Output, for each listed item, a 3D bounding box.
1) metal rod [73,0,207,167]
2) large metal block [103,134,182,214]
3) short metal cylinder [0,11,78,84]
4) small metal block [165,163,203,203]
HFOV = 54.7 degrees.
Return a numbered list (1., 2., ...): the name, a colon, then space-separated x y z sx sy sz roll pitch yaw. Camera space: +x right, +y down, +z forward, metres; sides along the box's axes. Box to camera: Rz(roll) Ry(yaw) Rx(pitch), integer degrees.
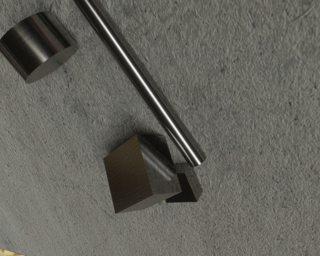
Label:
1. metal rod: -0.035 -0.076 0.377 0.025 0.025 0.299 -27 104 37
2. large metal block: -0.026 0.063 0.419 0.080 0.050 0.080 -35 62 38
3. short metal cylinder: -0.151 -0.100 0.389 0.080 0.080 0.050 -30 102 38
4. small metal block: 0.026 0.078 0.441 0.050 0.025 0.050 -11 113 32
